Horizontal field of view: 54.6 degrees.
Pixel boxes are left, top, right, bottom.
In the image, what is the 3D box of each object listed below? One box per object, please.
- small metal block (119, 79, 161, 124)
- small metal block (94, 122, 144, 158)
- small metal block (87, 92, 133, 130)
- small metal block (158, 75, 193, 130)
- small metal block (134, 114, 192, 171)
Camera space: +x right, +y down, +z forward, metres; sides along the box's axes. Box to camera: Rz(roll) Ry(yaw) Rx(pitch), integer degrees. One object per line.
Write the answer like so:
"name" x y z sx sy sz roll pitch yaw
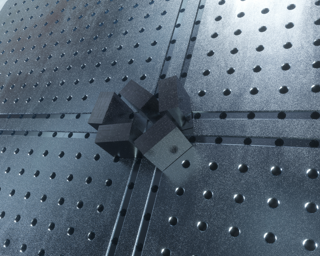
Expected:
"small metal block" -0.021 -0.033 0.425 0.025 0.050 0.050 -48 52 -4
"small metal block" -0.048 0.018 0.407 0.050 0.050 0.025 -5 60 26
"small metal block" -0.069 -0.017 0.440 0.025 0.050 0.050 3 64 30
"small metal block" 0.020 -0.031 0.401 0.025 0.050 0.050 -15 55 20
"small metal block" 0.005 0.019 0.378 0.050 0.050 0.025 -41 50 1
